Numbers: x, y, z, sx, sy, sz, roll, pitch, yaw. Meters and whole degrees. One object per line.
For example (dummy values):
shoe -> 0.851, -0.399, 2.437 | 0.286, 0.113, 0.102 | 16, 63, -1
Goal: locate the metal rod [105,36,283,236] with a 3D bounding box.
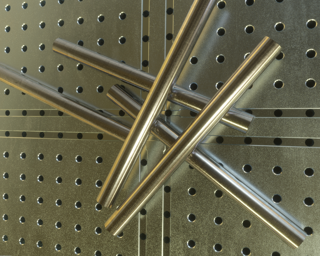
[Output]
metal rod -> 0.031, 0.019, 0.373 | 0.025, 0.025, 0.299 | 43, 103, 14

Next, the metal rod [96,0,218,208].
metal rod -> -0.005, -0.034, 0.385 | 0.025, 0.025, 0.298 | 30, 99, 17

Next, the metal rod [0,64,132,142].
metal rod -> -0.170, -0.049, 0.470 | 0.301, 0.025, 0.025 | 25, 98, 17

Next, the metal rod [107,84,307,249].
metal rod -> 0.047, 0.039, 0.395 | 0.300, 0.025, 0.025 | 39, 102, 15

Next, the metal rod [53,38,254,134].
metal rod -> -0.021, -0.064, 0.419 | 0.301, 0.025, 0.025 | 25, 98, 18
